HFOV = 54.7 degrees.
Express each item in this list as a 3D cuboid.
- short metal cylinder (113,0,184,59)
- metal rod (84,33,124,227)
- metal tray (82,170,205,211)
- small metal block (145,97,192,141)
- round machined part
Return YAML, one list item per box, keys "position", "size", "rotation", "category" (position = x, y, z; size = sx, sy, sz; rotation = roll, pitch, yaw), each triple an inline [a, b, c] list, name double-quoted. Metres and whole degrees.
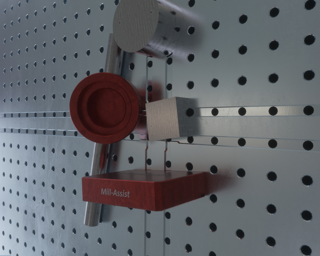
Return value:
- position: [-0.016, -0.135, 0.406]
  size: [0.080, 0.050, 0.079]
  rotation: [0, 90, 40]
  category: "short metal cylinder"
- position: [-0.087, 0.008, 0.480]
  size: [0.025, 0.025, 0.298]
  rotation: [15, 100, 39]
  category: "metal rod"
- position: [-0.022, 0.073, 0.385]
  size: [0.130, 0.091, 0.030]
  rotation: [-5, 87, 40]
  category: "metal tray"
- position: [0.010, -0.011, 0.401]
  size: [0.050, 0.025, 0.050]
  rotation: [-9, 84, 39]
  category: "small metal block"
- position: [-0.073, -0.029, 0.440]
  size: [0.099, 0.042, 0.097]
  rotation: [1, 97, 7]
  category: "round machined part"
